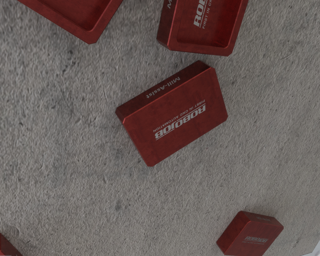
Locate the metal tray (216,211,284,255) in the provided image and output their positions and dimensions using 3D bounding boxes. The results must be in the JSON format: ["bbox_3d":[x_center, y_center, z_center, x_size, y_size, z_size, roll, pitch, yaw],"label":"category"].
[{"bbox_3d":[0.190,0.224,0.646,0.131,0.030,0.090,21,107,-36],"label":"metal tray"}]

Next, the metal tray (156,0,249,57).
[{"bbox_3d":[0.054,-0.149,0.340,0.091,0.030,0.129,-1,119,-28],"label":"metal tray"}]

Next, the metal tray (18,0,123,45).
[{"bbox_3d":[-0.091,-0.144,0.264,0.131,0.030,0.090,27,103,-38],"label":"metal tray"}]

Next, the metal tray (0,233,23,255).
[{"bbox_3d":[-0.222,0.205,0.408,0.091,0.030,0.129,-26,128,-12],"label":"metal tray"}]

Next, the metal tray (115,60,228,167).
[{"bbox_3d":[0.019,-0.018,0.403,0.131,0.030,0.090,-31,129,-8],"label":"metal tray"}]
